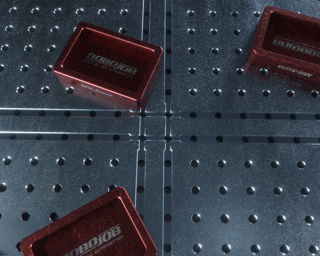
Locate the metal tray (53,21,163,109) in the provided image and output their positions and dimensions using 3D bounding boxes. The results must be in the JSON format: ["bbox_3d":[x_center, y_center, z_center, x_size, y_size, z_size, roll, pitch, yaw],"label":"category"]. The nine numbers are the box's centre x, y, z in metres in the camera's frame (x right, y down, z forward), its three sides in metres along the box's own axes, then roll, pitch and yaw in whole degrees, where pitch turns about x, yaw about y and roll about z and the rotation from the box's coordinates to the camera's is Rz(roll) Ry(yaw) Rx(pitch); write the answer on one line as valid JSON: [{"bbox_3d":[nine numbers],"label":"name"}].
[{"bbox_3d":[-0.071,-0.091,0.441,0.131,0.030,0.090,20,71,7],"label":"metal tray"}]

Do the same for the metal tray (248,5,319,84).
[{"bbox_3d":[0.206,-0.121,0.455,0.131,0.030,0.090,18,71,6],"label":"metal tray"}]

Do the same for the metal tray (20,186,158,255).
[{"bbox_3d":[-0.079,0.138,0.357,0.131,0.030,0.090,-28,73,-10],"label":"metal tray"}]
